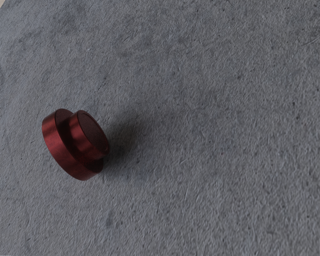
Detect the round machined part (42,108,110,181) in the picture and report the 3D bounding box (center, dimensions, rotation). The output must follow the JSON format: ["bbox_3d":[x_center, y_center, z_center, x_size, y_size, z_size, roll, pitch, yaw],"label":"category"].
[{"bbox_3d":[-0.102,0.015,0.403,0.042,0.098,0.098,-31,52,8],"label":"round machined part"}]
